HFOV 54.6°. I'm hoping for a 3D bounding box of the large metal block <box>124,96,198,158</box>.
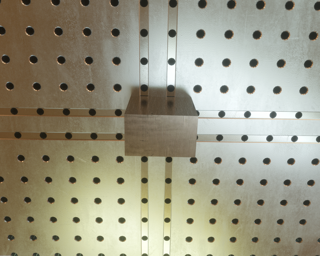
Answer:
[{"bbox_3d":[0.001,-0.004,0.382,0.080,0.080,0.050,2,110,-1],"label":"large metal block"}]
